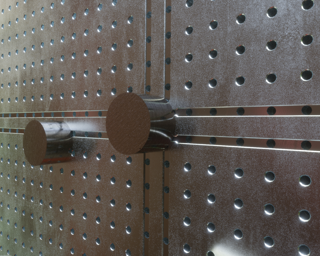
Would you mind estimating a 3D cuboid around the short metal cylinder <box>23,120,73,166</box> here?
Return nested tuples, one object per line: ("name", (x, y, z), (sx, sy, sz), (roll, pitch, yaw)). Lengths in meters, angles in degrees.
("short metal cylinder", (-0.202, 0.026, 0.556), (0.080, 0.050, 0.079), (0, 90, 39))

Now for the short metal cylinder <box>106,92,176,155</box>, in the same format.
("short metal cylinder", (-0.026, -0.006, 0.413), (0.080, 0.050, 0.079), (0, 90, 39))
